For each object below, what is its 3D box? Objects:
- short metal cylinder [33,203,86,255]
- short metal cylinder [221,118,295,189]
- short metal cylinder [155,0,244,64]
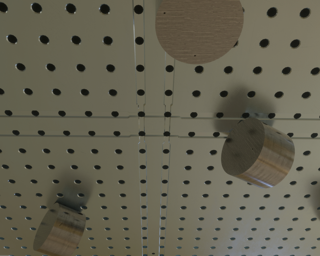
[{"bbox_3d":[-0.168,0.173,0.521,0.050,0.080,0.080,32,123,-25],"label":"short metal cylinder"},{"bbox_3d":[0.126,0.033,0.406,0.050,0.080,0.080,25,126,-20],"label":"short metal cylinder"},{"bbox_3d":[0.036,-0.110,0.302,0.081,0.050,0.079,0,130,0],"label":"short metal cylinder"}]
